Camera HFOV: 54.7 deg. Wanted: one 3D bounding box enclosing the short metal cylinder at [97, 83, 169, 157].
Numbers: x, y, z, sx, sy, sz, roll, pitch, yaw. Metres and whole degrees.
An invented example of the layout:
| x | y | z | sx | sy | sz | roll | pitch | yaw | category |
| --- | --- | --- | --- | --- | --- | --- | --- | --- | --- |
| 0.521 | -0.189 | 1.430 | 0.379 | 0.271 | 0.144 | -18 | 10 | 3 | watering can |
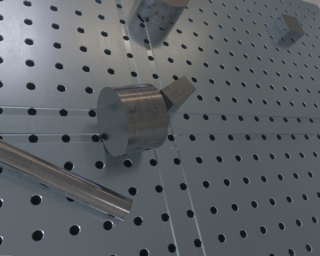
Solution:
| x | y | z | sx | sy | sz | roll | pitch | yaw | category |
| --- | --- | --- | --- | --- | --- | --- | --- | --- | --- |
| -0.034 | -0.010 | 0.361 | 0.050 | 0.080 | 0.080 | -11 | 67 | -33 | short metal cylinder |

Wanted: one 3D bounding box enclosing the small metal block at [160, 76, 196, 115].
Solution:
| x | y | z | sx | sy | sz | roll | pitch | yaw | category |
| --- | --- | --- | --- | --- | --- | --- | --- | --- | --- |
| 0.015 | -0.039 | 0.423 | 0.025 | 0.050 | 0.050 | 49 | 51 | 6 | small metal block |

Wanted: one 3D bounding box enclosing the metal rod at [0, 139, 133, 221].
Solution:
| x | y | z | sx | sy | sz | roll | pitch | yaw | category |
| --- | --- | --- | --- | --- | --- | --- | --- | --- | --- |
| -0.166 | 0.021 | 0.305 | 0.301 | 0.025 | 0.025 | 27 | 52 | -11 | metal rod |

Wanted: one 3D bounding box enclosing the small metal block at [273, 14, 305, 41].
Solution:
| x | y | z | sx | sy | sz | roll | pitch | yaw | category |
| --- | --- | --- | --- | --- | --- | --- | --- | --- | --- |
| 0.294 | -0.229 | 0.705 | 0.050 | 0.025 | 0.050 | 0 | 62 | -28 | small metal block |

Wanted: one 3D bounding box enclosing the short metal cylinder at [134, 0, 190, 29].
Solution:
| x | y | z | sx | sy | sz | roll | pitch | yaw | category |
| --- | --- | --- | --- | --- | --- | --- | --- | --- | --- |
| 0.003 | -0.216 | 0.525 | 0.081 | 0.050 | 0.080 | 14 | 56 | -21 | short metal cylinder |
